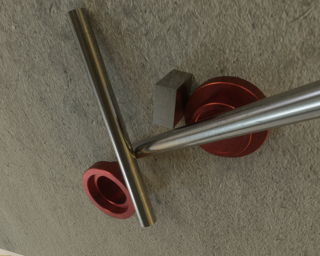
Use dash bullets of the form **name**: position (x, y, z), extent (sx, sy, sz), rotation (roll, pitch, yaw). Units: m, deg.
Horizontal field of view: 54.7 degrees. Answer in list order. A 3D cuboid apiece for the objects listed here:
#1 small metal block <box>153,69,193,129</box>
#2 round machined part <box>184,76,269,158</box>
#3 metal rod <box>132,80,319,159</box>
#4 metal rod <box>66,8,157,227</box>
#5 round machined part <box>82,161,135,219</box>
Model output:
- **small metal block**: position (0.015, -0.035, 0.361), extent (0.025, 0.050, 0.050), rotation (16, 125, 19)
- **round machined part**: position (0.073, -0.006, 0.354), extent (0.098, 0.042, 0.097), rotation (13, 124, 20)
- **metal rod**: position (0.042, 0.005, 0.320), extent (0.025, 0.025, 0.299), rotation (53, 149, -10)
- **metal rod**: position (-0.059, -0.003, 0.410), extent (0.025, 0.025, 0.298), rotation (-8, 107, 32)
- **round machined part**: position (-0.070, 0.091, 0.486), extent (0.098, 0.042, 0.097), rotation (17, 127, 24)
